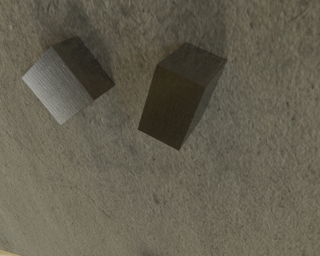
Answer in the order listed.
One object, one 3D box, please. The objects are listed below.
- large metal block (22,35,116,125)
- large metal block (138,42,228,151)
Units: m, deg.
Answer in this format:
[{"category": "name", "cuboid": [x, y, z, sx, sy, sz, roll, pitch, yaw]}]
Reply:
[{"category": "large metal block", "cuboid": [-0.122, -0.062, 0.414, 0.080, 0.050, 0.080, -29, 103, 37]}, {"category": "large metal block", "cuboid": [0.025, -0.036, 0.335, 0.050, 0.080, 0.079, 27, 128, 11]}]
